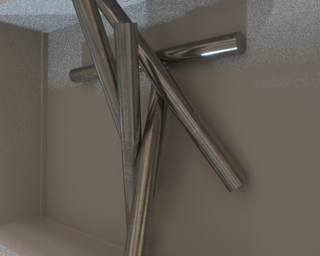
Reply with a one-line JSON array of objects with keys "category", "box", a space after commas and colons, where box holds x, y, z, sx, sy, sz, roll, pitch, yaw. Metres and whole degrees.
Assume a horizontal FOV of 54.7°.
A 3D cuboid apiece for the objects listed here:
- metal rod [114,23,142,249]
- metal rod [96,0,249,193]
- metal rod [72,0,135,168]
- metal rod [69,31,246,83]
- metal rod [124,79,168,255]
[{"category": "metal rod", "box": [-0.034, 0.030, 0.376, 0.025, 0.025, 0.298, 16, 116, 39]}, {"category": "metal rod", "box": [0.004, -0.056, 0.375, 0.025, 0.025, 0.299, -44, 72, 31]}, {"category": "metal rod", "box": [-0.057, -0.049, 0.377, 0.025, 0.025, 0.298, -1, 114, 40]}, {"category": "metal rod", "box": [-0.028, -0.090, 0.429, 0.300, 0.025, 0.025, -1, 90, 40]}, {"category": "metal rod", "box": [-0.015, 0.068, 0.337, 0.025, 0.025, 0.300, -18, 53, 38]}]
